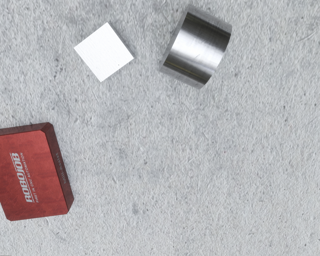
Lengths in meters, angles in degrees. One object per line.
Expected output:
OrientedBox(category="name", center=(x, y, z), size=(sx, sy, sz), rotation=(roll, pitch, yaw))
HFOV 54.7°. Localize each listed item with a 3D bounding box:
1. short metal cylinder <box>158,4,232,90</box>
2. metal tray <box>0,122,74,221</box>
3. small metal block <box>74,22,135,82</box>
OrientedBox(category="short metal cylinder", center=(0.037, -0.090, 0.348), size=(0.050, 0.080, 0.080), rotation=(24, 108, -9))
OrientedBox(category="metal tray", center=(-0.181, 0.062, 0.428), size=(0.091, 0.030, 0.129), rotation=(-8, 110, 2))
OrientedBox(category="small metal block", center=(-0.066, -0.092, 0.375), size=(0.050, 0.025, 0.050), rotation=(-34, 107, 11))
